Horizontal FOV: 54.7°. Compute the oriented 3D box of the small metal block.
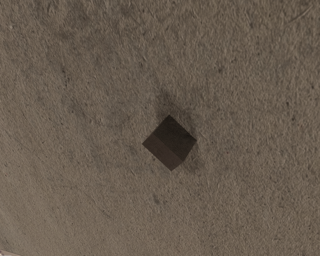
[{"bbox_3d":[0.013,0.018,0.394,0.050,0.050,0.025,43,129,-2],"label":"small metal block"}]
